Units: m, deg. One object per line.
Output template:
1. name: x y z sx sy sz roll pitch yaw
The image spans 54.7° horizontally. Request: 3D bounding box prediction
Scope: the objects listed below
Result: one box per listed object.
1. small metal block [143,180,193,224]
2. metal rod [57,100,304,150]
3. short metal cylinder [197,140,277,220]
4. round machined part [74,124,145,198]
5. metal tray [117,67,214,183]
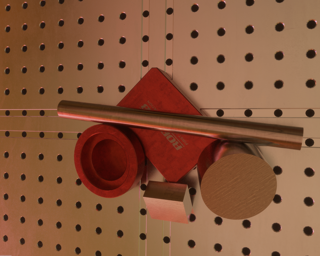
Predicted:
1. small metal block: 0.011 0.094 0.393 0.050 0.025 0.050 3 134 19
2. metal rod: 0.008 -0.007 0.375 0.301 0.025 0.025 8 93 19
3. short metal cylinder: 0.084 0.056 0.353 0.081 0.050 0.079 0 108 2
4. round machined part: -0.064 0.041 0.420 0.098 0.042 0.097 3 97 24
5. metal tray: 0.009 -0.004 0.407 0.090 0.030 0.130 -45 77 14
